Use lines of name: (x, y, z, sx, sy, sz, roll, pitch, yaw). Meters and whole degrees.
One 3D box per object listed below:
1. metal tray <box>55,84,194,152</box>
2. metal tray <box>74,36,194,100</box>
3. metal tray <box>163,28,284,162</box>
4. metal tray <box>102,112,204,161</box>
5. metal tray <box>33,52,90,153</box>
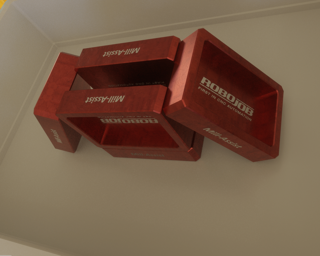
metal tray: (-0.038, -0.008, 0.348, 0.130, 0.090, 0.030, 0, 62, 28)
metal tray: (-0.024, -0.061, 0.373, 0.130, 0.090, 0.030, 0, 62, 28)
metal tray: (0.072, -0.030, 0.318, 0.030, 0.131, 0.090, -22, 47, 53)
metal tray: (-0.006, -0.006, 0.408, 0.130, 0.030, 0.090, 0, 62, 27)
metal tray: (-0.125, -0.029, 0.422, 0.030, 0.129, 0.090, 15, 66, -1)
